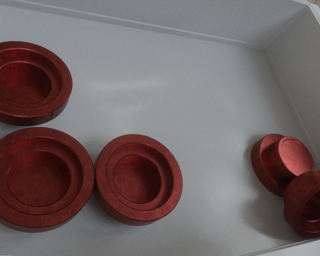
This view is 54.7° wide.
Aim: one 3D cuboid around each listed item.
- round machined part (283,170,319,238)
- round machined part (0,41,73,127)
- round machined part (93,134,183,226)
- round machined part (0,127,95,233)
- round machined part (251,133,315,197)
[{"bbox_3d":[0.212,0.098,0.425,0.099,0.097,0.042,12,19,-22],"label":"round machined part"},{"bbox_3d":[-0.150,-0.044,0.340,0.099,0.042,0.098,14,56,-21],"label":"round machined part"},{"bbox_3d":[-0.028,0.059,0.344,0.099,0.042,0.098,14,56,-21],"label":"round machined part"},{"bbox_3d":[-0.117,0.051,0.300,0.099,0.042,0.098,14,56,-21],"label":"round machined part"},{"bbox_3d":[0.190,0.051,0.466,0.099,0.042,0.098,14,56,-21],"label":"round machined part"}]
